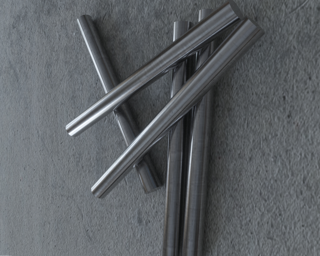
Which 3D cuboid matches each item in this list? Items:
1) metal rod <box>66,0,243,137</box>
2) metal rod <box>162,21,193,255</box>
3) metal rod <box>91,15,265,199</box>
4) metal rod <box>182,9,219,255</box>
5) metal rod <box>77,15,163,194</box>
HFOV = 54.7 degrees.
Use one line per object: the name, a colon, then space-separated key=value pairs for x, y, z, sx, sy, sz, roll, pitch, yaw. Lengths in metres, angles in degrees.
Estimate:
metal rod: x=-0.030 y=-0.058 z=0.395 sx=0.299 sy=0.025 sz=0.025 roll=-30 pitch=72 yaw=36
metal rod: x=0.022 y=0.021 z=0.387 sx=0.025 sy=0.025 sz=0.298 roll=5 pitch=93 yaw=40
metal rod: x=0.002 y=-0.004 z=0.369 sx=0.299 sy=0.025 sz=0.025 roll=-47 pitch=62 yaw=30
metal rod: x=0.047 y=0.015 z=0.365 sx=0.025 sy=0.025 sz=0.298 roll=6 pitch=94 yaw=40
metal rod: x=-0.066 y=-0.047 z=0.459 sx=0.025 sy=0.025 sz=0.299 roll=-37 pitch=67 yaw=34
